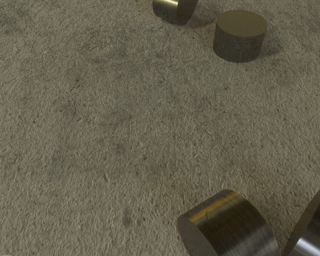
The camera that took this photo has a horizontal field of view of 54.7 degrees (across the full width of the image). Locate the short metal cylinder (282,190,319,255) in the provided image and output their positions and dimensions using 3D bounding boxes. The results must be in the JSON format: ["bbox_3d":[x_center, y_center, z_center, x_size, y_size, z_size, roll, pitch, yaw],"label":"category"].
[{"bbox_3d":[0.155,0.101,0.283,0.050,0.080,0.080,30,56,23],"label":"short metal cylinder"}]

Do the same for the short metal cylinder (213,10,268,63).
[{"bbox_3d":[0.132,-0.154,0.517,0.080,0.050,0.080,0,50,0],"label":"short metal cylinder"}]

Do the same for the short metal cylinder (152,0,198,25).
[{"bbox_3d":[0.030,-0.236,0.566,0.050,0.080,0.080,27,55,20],"label":"short metal cylinder"}]

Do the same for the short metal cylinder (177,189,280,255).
[{"bbox_3d":[0.059,0.103,0.281,0.050,0.080,0.080,-26,55,-20],"label":"short metal cylinder"}]
